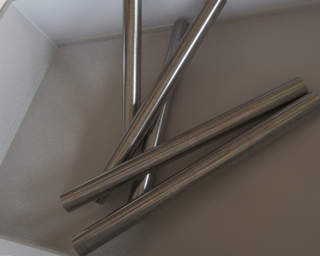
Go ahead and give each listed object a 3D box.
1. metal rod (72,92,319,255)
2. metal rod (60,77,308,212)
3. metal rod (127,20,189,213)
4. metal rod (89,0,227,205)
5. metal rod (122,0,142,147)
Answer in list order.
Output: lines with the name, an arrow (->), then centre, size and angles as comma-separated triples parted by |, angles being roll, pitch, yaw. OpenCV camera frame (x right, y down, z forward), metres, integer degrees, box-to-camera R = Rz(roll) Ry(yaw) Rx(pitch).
metal rod -> 0.040, 0.050, 0.335 | 0.301, 0.025, 0.025 | -31, 51, 0
metal rod -> 0.025, 0.020, 0.356 | 0.301, 0.025, 0.025 | -26, 52, 2
metal rod -> 0.002, -0.029, 0.422 | 0.025, 0.025, 0.300 | -1, 61, 28
metal rod -> -0.003, -0.040, 0.391 | 0.025, 0.025, 0.299 | 29, 87, 37
metal rod -> -0.037, -0.125, 0.411 | 0.025, 0.025, 0.298 | 1, 92, 29
